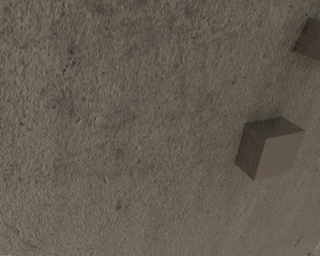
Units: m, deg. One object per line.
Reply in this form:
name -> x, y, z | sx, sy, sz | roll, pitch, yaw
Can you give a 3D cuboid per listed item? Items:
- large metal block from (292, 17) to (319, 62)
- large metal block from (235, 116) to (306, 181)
large metal block -> 0.255, -0.114, 0.440 | 0.081, 0.080, 0.050 | 5, 116, -31
large metal block -> 0.178, 0.033, 0.508 | 0.081, 0.050, 0.079 | -9, 123, -24
